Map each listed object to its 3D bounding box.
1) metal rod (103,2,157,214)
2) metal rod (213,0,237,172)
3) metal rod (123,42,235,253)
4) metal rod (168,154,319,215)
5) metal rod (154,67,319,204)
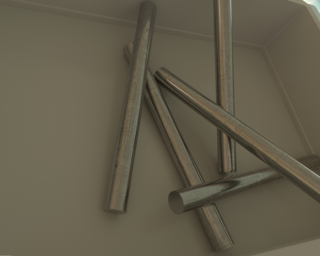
[{"bbox_3d":[-0.032,-0.045,0.394,0.025,0.025,0.299,17,62,-19],"label":"metal rod"},{"bbox_3d":[0.089,-0.089,0.431,0.025,0.025,0.298,0,87,-29],"label":"metal rod"},{"bbox_3d":[0.017,0.011,0.409,0.025,0.025,0.299,-12,68,-34],"label":"metal rod"},{"bbox_3d":[0.135,0.067,0.419,0.303,0.025,0.025,-6,65,-38],"label":"metal rod"},{"bbox_3d":[0.105,0.009,0.389,0.300,0.025,0.025,39,48,24],"label":"metal rod"}]
